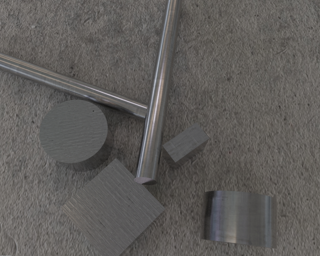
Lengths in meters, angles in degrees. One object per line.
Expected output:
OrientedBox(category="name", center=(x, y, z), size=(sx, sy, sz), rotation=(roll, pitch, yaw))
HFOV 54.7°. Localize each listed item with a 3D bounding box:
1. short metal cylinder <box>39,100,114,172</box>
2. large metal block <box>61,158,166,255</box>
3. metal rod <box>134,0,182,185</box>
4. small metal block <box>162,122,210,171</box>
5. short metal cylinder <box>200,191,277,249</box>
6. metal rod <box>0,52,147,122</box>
OrientedBox(category="short metal cylinder", center=(-0.102, 0.011, 0.390), size=(0.081, 0.050, 0.080), rotation=(0, 70, 0))
OrientedBox(category="large metal block", center=(-0.051, 0.096, 0.360), size=(0.080, 0.050, 0.080), rotation=(-43, 76, -14))
OrientedBox(category="metal rod", center=(0.003, -0.072, 0.409), size=(0.025, 0.025, 0.300), rotation=(7, 61, 2))
OrientedBox(category="small metal block", center=(0.031, 0.025, 0.386), size=(0.050, 0.050, 0.025), rotation=(-34, 74, -12))
OrientedBox(category="short metal cylinder", center=(0.087, 0.102, 0.343), size=(0.080, 0.080, 0.050), rotation=(7, 70, 2))
OrientedBox(category="metal rod", center=(-0.152, -0.068, 0.431), size=(0.301, 0.025, 0.025), rotation=(20, 71, 7))
